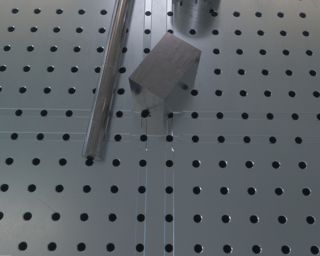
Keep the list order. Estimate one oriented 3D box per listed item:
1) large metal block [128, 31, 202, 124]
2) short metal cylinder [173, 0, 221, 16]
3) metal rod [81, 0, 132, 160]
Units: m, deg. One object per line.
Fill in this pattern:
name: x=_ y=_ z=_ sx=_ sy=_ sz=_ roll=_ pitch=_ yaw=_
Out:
large metal block: x=0.007 y=-0.062 z=0.405 sx=0.050 sy=0.080 sz=0.080 roll=33 pitch=73 yaw=11
short metal cylinder: x=0.059 y=-0.222 z=0.480 sx=0.081 sy=0.050 sz=0.080 roll=0 pitch=70 yaw=0
metal rod: x=-0.069 y=-0.101 z=0.448 sx=0.025 sy=0.025 sz=0.299 roll=7 pitch=70 yaw=2
